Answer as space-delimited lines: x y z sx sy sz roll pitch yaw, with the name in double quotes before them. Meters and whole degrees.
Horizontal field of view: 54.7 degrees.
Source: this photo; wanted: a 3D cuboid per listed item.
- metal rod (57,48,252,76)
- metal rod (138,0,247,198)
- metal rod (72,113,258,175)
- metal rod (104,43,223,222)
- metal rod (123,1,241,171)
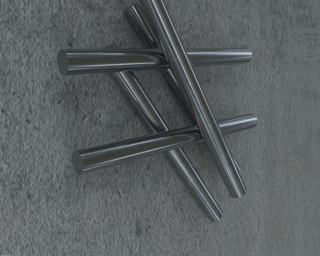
"metal rod" 0.020 -0.088 0.393 0.302 0.025 0.025 -13 98 -40
"metal rod" 0.046 -0.032 0.382 0.025 0.025 0.299 -42 116 -32
"metal rod" 0.032 0.012 0.403 0.302 0.025 0.025 -11 98 -40
"metal rod" 0.012 0.022 0.418 0.025 0.025 0.299 -49 119 -29
"metal rod" 0.043 -0.040 0.444 0.025 0.025 0.299 -51 120 -28
